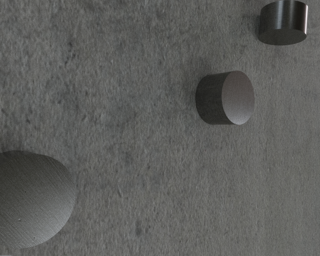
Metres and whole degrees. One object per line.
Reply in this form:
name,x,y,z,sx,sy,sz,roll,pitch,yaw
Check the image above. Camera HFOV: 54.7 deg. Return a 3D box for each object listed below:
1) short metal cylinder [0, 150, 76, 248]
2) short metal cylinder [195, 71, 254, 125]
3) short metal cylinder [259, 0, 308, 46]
short metal cylinder,-0.126,0.062,0.284,0.081,0.050,0.079,0,90,-40
short metal cylinder,0.100,-0.045,0.475,0.081,0.050,0.079,0,90,-40
short metal cylinder,0.222,-0.187,0.558,0.081,0.080,0.050,9,84,-40
